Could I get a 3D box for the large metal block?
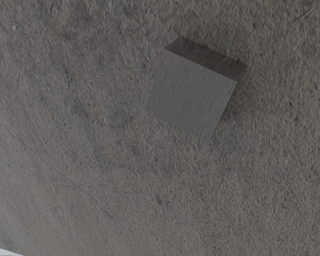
[{"bbox_3d":[0.039,-0.043,0.344,0.080,0.050,0.079,27,128,11],"label":"large metal block"}]
